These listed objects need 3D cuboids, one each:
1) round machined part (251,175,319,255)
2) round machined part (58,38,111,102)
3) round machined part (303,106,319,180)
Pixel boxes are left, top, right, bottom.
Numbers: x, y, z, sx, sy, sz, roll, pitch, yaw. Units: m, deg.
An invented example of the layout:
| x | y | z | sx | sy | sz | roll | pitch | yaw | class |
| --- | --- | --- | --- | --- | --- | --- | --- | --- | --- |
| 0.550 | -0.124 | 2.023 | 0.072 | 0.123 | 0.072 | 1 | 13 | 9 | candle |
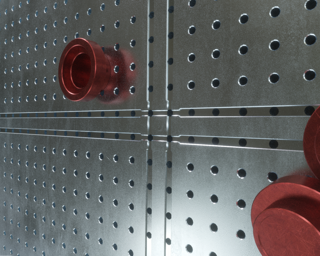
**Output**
| x | y | z | sx | sy | sz | roll | pitch | yaw | class |
| --- | --- | --- | --- | --- | --- | --- | --- | --- | --- |
| 0.125 | 0.096 | 0.279 | 0.098 | 0.042 | 0.097 | 21 | 119 | 42 | round machined part |
| -0.117 | -0.091 | 0.497 | 0.098 | 0.042 | 0.097 | 0 | 90 | 40 | round machined part |
| 0.171 | 0.014 | 0.258 | 0.098 | 0.042 | 0.097 | 0 | 90 | 40 | round machined part |
